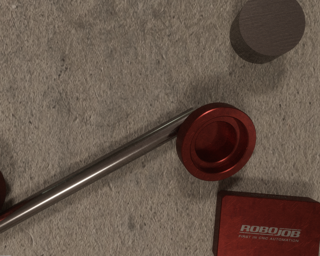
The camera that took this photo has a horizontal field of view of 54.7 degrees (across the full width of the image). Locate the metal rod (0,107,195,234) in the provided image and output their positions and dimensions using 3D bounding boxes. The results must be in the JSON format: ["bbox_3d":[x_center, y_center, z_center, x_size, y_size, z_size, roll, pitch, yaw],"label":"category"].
[{"bbox_3d":[-0.084,0.056,0.408,0.301,0.025,0.025,-29,90,-1],"label":"metal rod"}]

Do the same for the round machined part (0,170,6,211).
[{"bbox_3d":[-0.247,0.080,0.398,0.099,0.042,0.097,0,90,0],"label":"round machined part"}]

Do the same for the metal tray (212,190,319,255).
[{"bbox_3d":[0.140,0.135,0.410,0.131,0.030,0.089,5,90,-1],"label":"metal tray"}]

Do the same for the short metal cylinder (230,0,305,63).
[{"bbox_3d":[0.136,-0.127,0.399,0.081,0.050,0.079,0,90,-1],"label":"short metal cylinder"}]

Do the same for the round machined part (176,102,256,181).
[{"bbox_3d":[0.067,0.014,0.390,0.099,0.042,0.097,-6,112,-15],"label":"round machined part"}]
